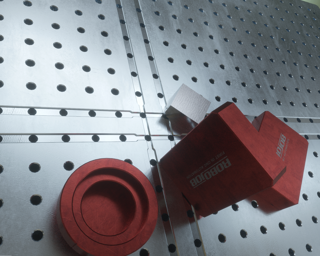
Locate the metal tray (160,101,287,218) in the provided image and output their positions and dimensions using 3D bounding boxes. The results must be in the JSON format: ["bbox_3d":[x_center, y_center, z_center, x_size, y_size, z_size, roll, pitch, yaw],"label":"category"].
[{"bbox_3d":[0.062,0.041,0.349,0.030,0.129,0.090,-32,80,-38],"label":"metal tray"}]

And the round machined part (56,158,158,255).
[{"bbox_3d":[-0.055,0.084,0.316,0.099,0.042,0.098,14,56,-21],"label":"round machined part"}]

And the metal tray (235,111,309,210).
[{"bbox_3d":[0.173,0.045,0.470,0.090,0.030,0.130,36,51,-5],"label":"metal tray"}]

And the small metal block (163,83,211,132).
[{"bbox_3d":[0.040,-0.028,0.447,0.050,0.025,0.050,34,51,-6],"label":"small metal block"}]
